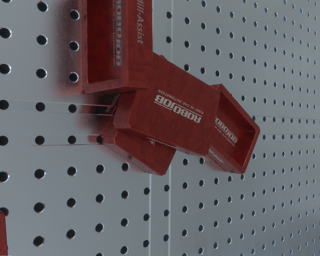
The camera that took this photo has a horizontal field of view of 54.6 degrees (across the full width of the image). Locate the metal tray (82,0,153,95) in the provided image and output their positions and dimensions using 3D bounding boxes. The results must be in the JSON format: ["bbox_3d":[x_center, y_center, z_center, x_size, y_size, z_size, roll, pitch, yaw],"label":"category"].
[{"bbox_3d":[-0.047,-0.103,0.325,0.030,0.090,0.129,-1,91,-40],"label":"metal tray"}]

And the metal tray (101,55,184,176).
[{"bbox_3d":[-0.007,-0.016,0.399,0.090,0.030,0.130,39,66,-33],"label":"metal tray"}]

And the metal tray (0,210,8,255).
[{"bbox_3d":[-0.177,0.138,0.257,0.091,0.030,0.129,-5,93,-40],"label":"metal tray"}]

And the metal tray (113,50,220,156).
[{"bbox_3d":[0.014,-0.024,0.377,0.131,0.030,0.090,22,76,-38],"label":"metal tray"}]

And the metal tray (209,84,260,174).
[{"bbox_3d":[0.103,0.004,0.490,0.130,0.030,0.090,41,66,-32],"label":"metal tray"}]
